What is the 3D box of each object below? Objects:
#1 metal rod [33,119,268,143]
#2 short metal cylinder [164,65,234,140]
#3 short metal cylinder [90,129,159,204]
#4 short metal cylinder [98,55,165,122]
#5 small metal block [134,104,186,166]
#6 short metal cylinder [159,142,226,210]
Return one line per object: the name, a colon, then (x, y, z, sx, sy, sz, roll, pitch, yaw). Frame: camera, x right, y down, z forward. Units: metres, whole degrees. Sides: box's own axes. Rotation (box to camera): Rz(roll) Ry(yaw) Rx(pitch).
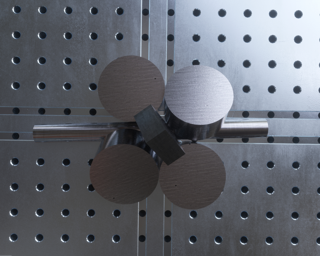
metal rod: (-0.012, 0.004, 0.409, 0.302, 0.025, 0.025, -1, 90, 0)
short metal cylinder: (0.046, -0.030, 0.384, 0.081, 0.050, 0.080, 0, 67, 0)
short metal cylinder: (-0.042, 0.047, 0.385, 0.081, 0.050, 0.079, 0, 110, -1)
short metal cylinder: (-0.034, -0.048, 0.397, 0.081, 0.050, 0.079, 0, 90, 0)
small metal block: (-0.001, 0.008, 0.362, 0.025, 0.050, 0.050, -35, 132, 6)
short metal cylinder: (0.039, 0.058, 0.397, 0.081, 0.050, 0.079, 0, 90, 0)
